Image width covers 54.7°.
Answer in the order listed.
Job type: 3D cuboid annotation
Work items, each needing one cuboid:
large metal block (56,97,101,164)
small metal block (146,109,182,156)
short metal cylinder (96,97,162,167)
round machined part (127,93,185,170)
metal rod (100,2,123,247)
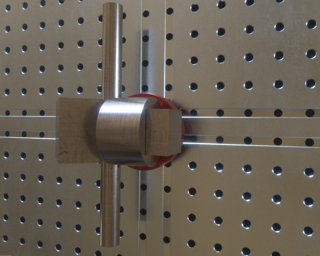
[{"bbox_3d":[-0.111,0.003,0.415,0.050,0.080,0.079,1,90,-21],"label":"large metal block"},{"bbox_3d":[0.006,0.004,0.352,0.025,0.050,0.050,1,91,20],"label":"small metal block"},{"bbox_3d":[-0.032,0.004,0.361,0.050,0.080,0.079,1,90,20],"label":"short metal cylinder"},{"bbox_3d":[-0.015,0.004,0.407,0.098,0.042,0.097,0,90,19],"label":"round machined part"},{"bbox_3d":[-0.061,-0.004,0.389,0.025,0.025,0.298,1,90,19],"label":"metal rod"}]
